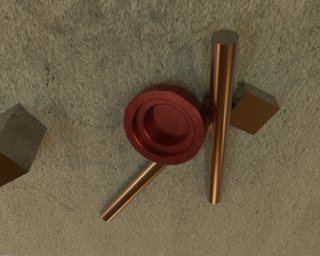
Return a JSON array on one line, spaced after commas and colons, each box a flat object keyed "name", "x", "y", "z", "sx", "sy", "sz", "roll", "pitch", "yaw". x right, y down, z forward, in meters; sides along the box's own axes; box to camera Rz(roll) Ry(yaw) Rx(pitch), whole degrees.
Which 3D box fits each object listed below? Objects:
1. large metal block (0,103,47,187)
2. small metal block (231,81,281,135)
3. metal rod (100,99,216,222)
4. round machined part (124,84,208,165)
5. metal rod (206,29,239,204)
[{"name": "large metal block", "x": -0.200, "y": 0.027, "z": 0.391, "sx": 0.080, "sy": 0.080, "sz": 0.050, "roll": -27, "pitch": 126, "yaw": 20}, {"name": "small metal block", "x": 0.111, "y": -0.024, "z": 0.389, "sx": 0.050, "sy": 0.025, "sz": 0.050, "roll": 22, "pitch": 127, "yaw": -19}, {"name": "metal rod", "x": -0.007, "y": 0.055, "z": 0.454, "sx": 0.025, "sy": 0.025, "sz": 0.298, "roll": 27, "pitch": 125, "yaw": -22}, {"name": "round machined part", "x": 0.009, "y": -0.007, "z": 0.376, "sx": 0.098, "sy": 0.042, "sz": 0.097, "roll": 8, "pitch": 118, "yaw": 16}, {"name": "metal rod", "x": 0.074, "y": 0.015, "z": 0.393, "sx": 0.025, "sy": 0.025, "sz": 0.298, "roll": -5, "pitch": 139, "yaw": 3}]
